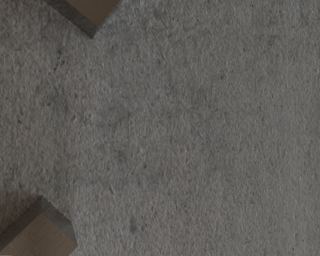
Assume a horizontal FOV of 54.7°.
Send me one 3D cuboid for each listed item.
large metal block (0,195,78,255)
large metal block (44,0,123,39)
[{"bbox_3d":[-0.139,0.126,0.329,0.080,0.080,0.050,-45,104,-15],"label":"large metal block"},{"bbox_3d":[-0.085,-0.168,0.364,0.080,0.050,0.080,38,78,-17],"label":"large metal block"}]
